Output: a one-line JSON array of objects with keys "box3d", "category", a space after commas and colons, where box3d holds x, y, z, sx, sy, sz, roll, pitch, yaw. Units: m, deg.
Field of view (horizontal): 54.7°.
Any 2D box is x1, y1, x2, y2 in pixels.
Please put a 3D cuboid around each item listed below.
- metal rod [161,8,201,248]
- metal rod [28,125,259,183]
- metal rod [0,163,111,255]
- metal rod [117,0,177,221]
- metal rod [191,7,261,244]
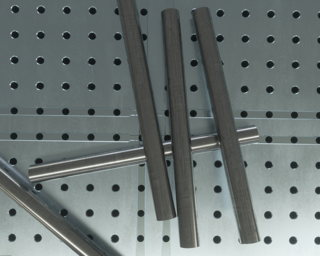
[{"box3d": [0.025, -0.006, 0.392, 0.025, 0.025, 0.298, -4, 82, -1], "category": "metal rod"}, {"box3d": [-0.021, 0.035, 0.413, 0.302, 0.025, 0.025, -10, 90, -1], "category": "metal rod"}, {"box3d": [-0.147, 0.119, 0.411, 0.300, 0.025, 0.025, 40, 90, -1], "category": "metal rod"}, {"box3d": [-0.020, -0.036, 0.395, 0.025, 0.025, 0.298, -11, 83, 0], "category": "metal rod"}, {"box3d": [0.081, -0.010, 0.392, 0.025, 0.025, 0.298, -10, 81, 0], "category": "metal rod"}]
